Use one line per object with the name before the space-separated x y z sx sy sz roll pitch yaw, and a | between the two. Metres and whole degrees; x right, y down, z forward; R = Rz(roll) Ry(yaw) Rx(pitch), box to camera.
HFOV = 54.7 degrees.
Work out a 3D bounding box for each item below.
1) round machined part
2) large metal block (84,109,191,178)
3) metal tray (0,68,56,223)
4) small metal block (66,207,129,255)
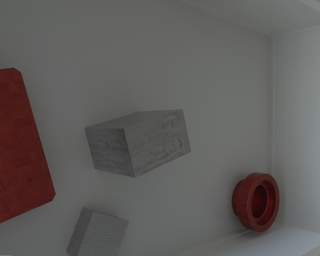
round machined part | 0.162 0.125 0.535 0.099 0.042 0.097 0 90 -40
large metal block | -0.025 0.013 0.351 0.081 0.080 0.050 -20 103 -39
metal tray | -0.156 0.019 0.273 0.091 0.030 0.129 -20 103 -38
small metal block | -0.069 0.122 0.350 0.050 0.025 0.050 29 72 -37
